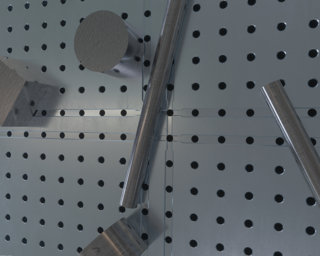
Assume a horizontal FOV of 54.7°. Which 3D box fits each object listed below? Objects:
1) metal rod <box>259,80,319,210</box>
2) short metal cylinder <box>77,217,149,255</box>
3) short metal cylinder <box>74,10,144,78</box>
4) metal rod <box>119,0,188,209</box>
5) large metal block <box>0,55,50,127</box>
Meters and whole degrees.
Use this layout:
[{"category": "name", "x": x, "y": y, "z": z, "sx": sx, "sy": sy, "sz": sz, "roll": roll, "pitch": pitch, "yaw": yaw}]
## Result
[{"category": "metal rod", "x": 0.189, "y": 0.084, "z": 0.345, "sx": 0.025, "sy": 0.025, "sz": 0.299, "roll": -27, "pitch": 81, "yaw": 18}, {"category": "short metal cylinder", "x": -0.061, "y": 0.163, "z": 0.405, "sx": 0.080, "sy": 0.080, "sz": 0.050, "roll": -46, "pitch": 76, "yaw": 14}, {"category": "short metal cylinder", "x": -0.069, "y": -0.112, "z": 0.423, "sx": 0.080, "sy": 0.050, "sz": 0.079, "roll": 0, "pitch": 90, "yaw": 20}, {"category": "metal rod", "x": -0.008, "y": -0.038, "z": 0.415, "sx": 0.025, "sy": 0.025, "sz": 0.298, "roll": 15, "pitch": 95, "yaw": 19}, {"category": "large metal block", "x": -0.234, "y": -0.057, "z": 0.482, "sx": 0.080, "sy": 0.050, "sz": 0.080, "roll": 36, "pitch": 102, "yaw": 16}]
